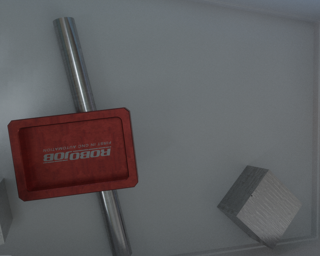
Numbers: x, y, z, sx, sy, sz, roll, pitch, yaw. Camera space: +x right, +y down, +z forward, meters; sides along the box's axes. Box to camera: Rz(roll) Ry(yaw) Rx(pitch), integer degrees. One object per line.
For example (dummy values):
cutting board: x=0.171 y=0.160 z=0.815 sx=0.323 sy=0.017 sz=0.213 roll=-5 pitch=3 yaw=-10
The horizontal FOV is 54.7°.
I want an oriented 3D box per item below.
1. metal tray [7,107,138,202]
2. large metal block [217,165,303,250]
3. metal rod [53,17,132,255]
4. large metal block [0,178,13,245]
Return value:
metal tray: x=-0.095 y=0.028 z=0.352 sx=0.131 sy=0.030 sz=0.089 roll=-7 pitch=95 yaw=-3
large metal block: x=0.146 y=0.113 z=0.453 sx=0.080 sy=0.050 sz=0.080 roll=44 pitch=76 yaw=-15
metal rod: x=-0.081 y=0.017 z=0.381 sx=0.025 sy=0.025 sz=0.298 roll=-15 pitch=95 yaw=-20
large metal block: x=-0.199 y=0.090 z=0.308 sx=0.081 sy=0.080 sz=0.050 roll=-12 pitch=94 yaw=-20
